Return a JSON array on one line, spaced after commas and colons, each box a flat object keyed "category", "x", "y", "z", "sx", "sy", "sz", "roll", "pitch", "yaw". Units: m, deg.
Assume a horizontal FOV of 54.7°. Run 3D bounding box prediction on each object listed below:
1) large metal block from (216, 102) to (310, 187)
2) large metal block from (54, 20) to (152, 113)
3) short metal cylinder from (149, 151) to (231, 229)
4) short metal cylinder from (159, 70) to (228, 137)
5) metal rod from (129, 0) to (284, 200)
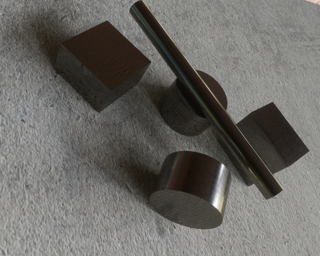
[{"category": "large metal block", "x": 0.139, "y": 0.023, "z": 0.429, "sx": 0.050, "sy": 0.080, "sz": 0.080, "roll": -23, "pitch": 74, "yaw": -36}, {"category": "large metal block", "x": -0.073, "y": -0.080, "z": 0.397, "sx": 0.080, "sy": 0.050, "sz": 0.080, "roll": 44, "pitch": 51, "yaw": 2}, {"category": "short metal cylinder", "x": 0.035, "y": 0.070, "z": 0.344, "sx": 0.080, "sy": 0.080, "sz": 0.050, "roll": 30, "pitch": 52, "yaw": -9}, {"category": "short metal cylinder", "x": 0.046, "y": -0.035, "z": 0.434, "sx": 0.081, "sy": 0.050, "sz": 0.080, "roll": 14, "pitch": 56, "yaw": -21}, {"category": "metal rod", "x": 0.052, "y": -0.044, "z": 0.394, "sx": 0.025, "sy": 0.025, "sz": 0.299, "roll": -26, "pitch": 76, "yaw": -37}]
